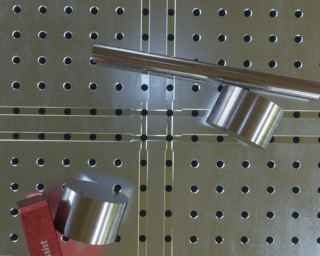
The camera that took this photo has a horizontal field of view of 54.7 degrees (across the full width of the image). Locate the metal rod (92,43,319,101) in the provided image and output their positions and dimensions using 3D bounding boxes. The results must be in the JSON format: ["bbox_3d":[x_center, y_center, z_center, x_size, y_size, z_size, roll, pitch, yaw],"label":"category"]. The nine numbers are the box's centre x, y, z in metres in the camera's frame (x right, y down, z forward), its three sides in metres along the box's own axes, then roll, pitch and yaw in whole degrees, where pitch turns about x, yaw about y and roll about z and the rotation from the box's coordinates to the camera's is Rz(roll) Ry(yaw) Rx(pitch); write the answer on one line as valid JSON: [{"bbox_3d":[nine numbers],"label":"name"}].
[{"bbox_3d":[0.061,-0.075,0.413,0.302,0.025,0.025,10,90,0],"label":"metal rod"}]

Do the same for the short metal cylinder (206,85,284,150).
[{"bbox_3d":[0.105,-0.013,0.387,0.080,0.080,0.050,27,90,0],"label":"short metal cylinder"}]

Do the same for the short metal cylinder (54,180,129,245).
[{"bbox_3d":[-0.085,0.102,0.385,0.080,0.080,0.050,18,90,0],"label":"short metal cylinder"}]

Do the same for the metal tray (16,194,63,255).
[{"bbox_3d":[-0.141,0.151,0.377,0.030,0.090,0.129,-15,90,-28],"label":"metal tray"}]
